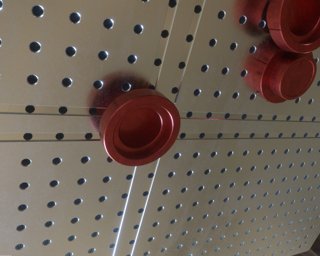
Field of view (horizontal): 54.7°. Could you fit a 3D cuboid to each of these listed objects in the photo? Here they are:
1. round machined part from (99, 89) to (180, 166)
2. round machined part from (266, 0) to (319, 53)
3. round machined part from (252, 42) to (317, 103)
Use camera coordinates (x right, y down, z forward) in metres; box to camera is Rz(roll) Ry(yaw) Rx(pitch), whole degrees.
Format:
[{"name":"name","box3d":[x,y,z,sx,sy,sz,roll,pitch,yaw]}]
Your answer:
[{"name":"round machined part","box3d":[-0.028,-0.004,0.384,0.099,0.042,0.097,-14,125,-21]},{"name":"round machined part","box3d":[0.179,-0.149,0.401,0.099,0.042,0.097,-9,113,-21]},{"name":"round machined part","box3d":[0.189,-0.080,0.457,0.099,0.042,0.097,-14,125,-21]}]
